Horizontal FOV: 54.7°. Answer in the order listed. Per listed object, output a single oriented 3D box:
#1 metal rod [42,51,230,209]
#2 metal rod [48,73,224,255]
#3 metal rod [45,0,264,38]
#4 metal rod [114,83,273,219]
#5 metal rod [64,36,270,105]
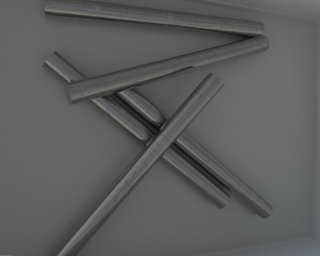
[{"bbox_3d":[-0.019,0.012,0.404,0.300,0.025,0.025,40,77,-16],"label":"metal rod"},{"bbox_3d":[-0.027,0.050,0.379,0.025,0.025,0.300,43,84,-16],"label":"metal rod"},{"bbox_3d":[0.007,-0.145,0.413,0.303,0.025,0.025,-1,91,-21],"label":"metal rod"},{"bbox_3d":[0.051,0.034,0.430,0.300,0.025,0.025,40,77,-16],"label":"metal rod"},{"bbox_3d":[0.027,-0.082,0.404,0.302,0.025,0.025,-19,97,-25],"label":"metal rod"}]
